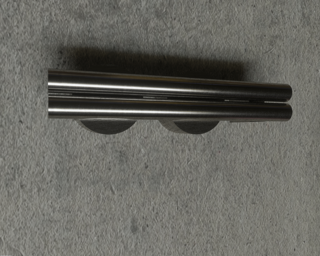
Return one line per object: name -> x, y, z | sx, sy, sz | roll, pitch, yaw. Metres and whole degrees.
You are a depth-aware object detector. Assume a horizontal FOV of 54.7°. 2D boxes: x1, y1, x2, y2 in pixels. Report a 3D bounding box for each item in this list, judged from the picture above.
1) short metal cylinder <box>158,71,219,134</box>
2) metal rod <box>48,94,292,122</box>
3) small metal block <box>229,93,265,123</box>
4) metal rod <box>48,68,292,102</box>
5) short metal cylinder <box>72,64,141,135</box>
short metal cylinder -> 0.038, -0.032, 0.412 | 0.081, 0.050, 0.080 | 0, 90, -20
metal rod -> 0.028, -0.022, 0.367 | 0.302, 0.025, 0.025 | 0, 90, -20
small metal block -> 0.123, -0.033, 0.444 | 0.025, 0.050, 0.050 | -2, 90, -20
metal rod -> 0.028, -0.048, 0.367 | 0.302, 0.025, 0.025 | 0, 90, -20
short metal cylinder -> -0.066, -0.033, 0.372 | 0.081, 0.050, 0.080 | 0, 90, -20
